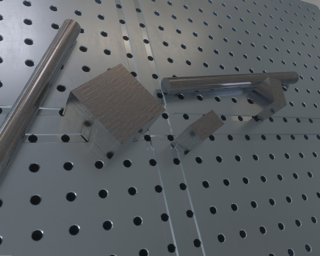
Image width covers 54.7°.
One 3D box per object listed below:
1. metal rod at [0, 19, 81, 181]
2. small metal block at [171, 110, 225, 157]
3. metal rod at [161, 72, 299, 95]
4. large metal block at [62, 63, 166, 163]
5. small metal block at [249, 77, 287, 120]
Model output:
[{"bbox_3d":[-0.148,-0.021,0.340,0.025,0.025,0.300,23,53,-14],"label":"metal rod"},{"bbox_3d":[0.051,0.007,0.415,0.050,0.050,0.025,-33,80,-38],"label":"small metal block"},{"bbox_3d":[0.135,-0.080,0.529,0.303,0.025,0.025,-9,66,-32],"label":"metal rod"},{"bbox_3d":[-0.055,-0.020,0.375,0.080,0.050,0.080,46,51,4],"label":"large metal block"},{"bbox_3d":[0.179,-0.049,0.519,0.025,0.050,0.050,13,56,-21],"label":"small metal block"}]
